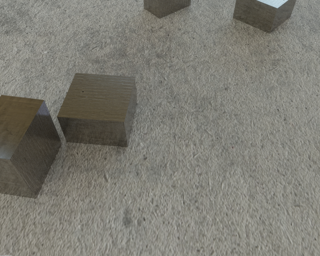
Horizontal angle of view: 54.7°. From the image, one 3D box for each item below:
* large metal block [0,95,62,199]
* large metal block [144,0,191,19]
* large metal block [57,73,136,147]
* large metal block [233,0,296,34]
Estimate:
[{"bbox_3d":[-0.159,0.022,0.348,0.050,0.080,0.080,7,51,6],"label":"large metal block"},{"bbox_3d":[0.015,-0.270,0.594,0.080,0.080,0.050,-32,57,-24],"label":"large metal block"},{"bbox_3d":[-0.077,-0.025,0.407,0.080,0.050,0.080,5,50,4],"label":"large metal block"},{"bbox_3d":[0.198,-0.231,0.582,0.080,0.050,0.080,35,58,26],"label":"large metal block"}]
